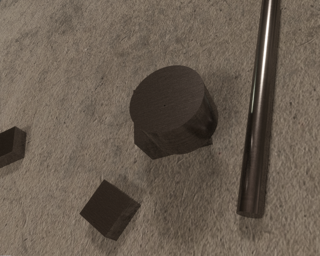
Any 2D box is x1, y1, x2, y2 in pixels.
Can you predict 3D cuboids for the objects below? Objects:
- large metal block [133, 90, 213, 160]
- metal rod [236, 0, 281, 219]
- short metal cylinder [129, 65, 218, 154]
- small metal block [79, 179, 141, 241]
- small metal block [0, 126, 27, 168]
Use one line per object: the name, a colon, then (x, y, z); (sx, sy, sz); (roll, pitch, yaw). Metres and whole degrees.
large metal block: (0.015, -0.015, 0.388); (0.080, 0.050, 0.080); (-16, 55, 18)
metal rod: (0.121, -0.046, 0.367); (0.025, 0.025, 0.300); (0, 62, 28)
short metal cylinder: (0.015, -0.019, 0.326); (0.080, 0.050, 0.080); (-13, 57, 20)
small metal block: (-0.060, 0.098, 0.374); (0.050, 0.025, 0.050); (26, 76, 36)
small metal block: (-0.253, 0.032, 0.514); (0.050, 0.025, 0.050); (-23, 53, 14)
